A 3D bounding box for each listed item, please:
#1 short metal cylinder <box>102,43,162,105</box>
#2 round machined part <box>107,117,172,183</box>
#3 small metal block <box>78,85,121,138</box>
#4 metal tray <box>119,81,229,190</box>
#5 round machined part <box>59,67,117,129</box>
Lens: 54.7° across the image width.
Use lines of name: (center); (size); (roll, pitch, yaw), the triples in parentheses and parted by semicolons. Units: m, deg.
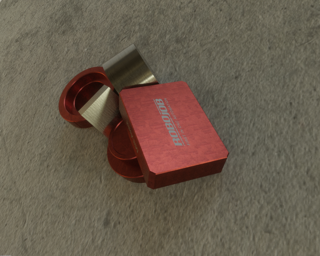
short metal cylinder: (-0.035, -0.070, 0.431); (0.050, 0.080, 0.080); (-33, 52, 7)
round machined part: (-0.026, 0.017, 0.396); (0.098, 0.042, 0.098); (-13, 56, 20)
small metal block: (-0.071, -0.022, 0.415); (0.050, 0.050, 0.025); (-47, 27, -6)
metal tray: (0.011, 0.001, 0.366); (0.091, 0.030, 0.130); (-11, 50, -17)
round machined part: (-0.100, -0.042, 0.471); (0.098, 0.042, 0.098); (-13, 56, 20)
